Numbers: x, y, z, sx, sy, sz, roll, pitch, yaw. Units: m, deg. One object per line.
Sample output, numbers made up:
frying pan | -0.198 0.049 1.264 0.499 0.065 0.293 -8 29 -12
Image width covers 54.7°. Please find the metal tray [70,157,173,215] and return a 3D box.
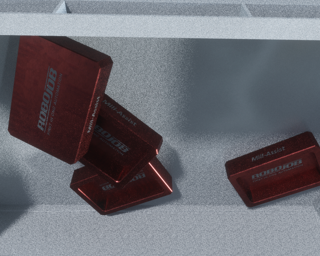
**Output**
metal tray | -0.058 0.083 0.475 0.130 0.030 0.090 -22 127 17

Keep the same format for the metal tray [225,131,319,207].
metal tray | 0.176 0.066 0.464 0.130 0.030 0.090 -24 127 18

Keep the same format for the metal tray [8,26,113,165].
metal tray | -0.113 -0.033 0.342 0.090 0.030 0.129 25 118 6

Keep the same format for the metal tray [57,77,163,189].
metal tray | -0.074 0.010 0.389 0.130 0.030 0.090 37 122 -9
